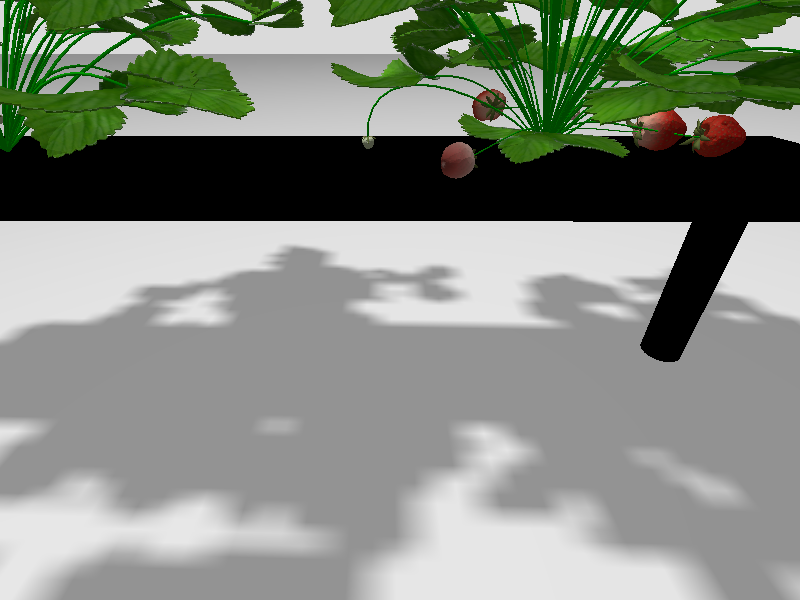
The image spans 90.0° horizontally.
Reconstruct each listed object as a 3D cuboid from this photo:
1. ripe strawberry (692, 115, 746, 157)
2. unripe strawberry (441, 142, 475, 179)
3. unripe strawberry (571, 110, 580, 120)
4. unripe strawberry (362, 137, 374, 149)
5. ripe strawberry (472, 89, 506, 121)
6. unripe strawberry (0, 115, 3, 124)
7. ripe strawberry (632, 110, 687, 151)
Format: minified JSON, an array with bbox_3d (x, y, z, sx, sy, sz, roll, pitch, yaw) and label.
[{"bbox_3d":[0.248,-0.126,0.309,0.031,0.030,0.034,6,34,8],"label":"ripe strawberry"},{"bbox_3d":[0.037,-0.092,0.266,0.024,0.023,0.022,-27,42,-34],"label":"unripe strawberry"},{"bbox_3d":[0.201,-0.215,0.461,0.012,0.014,0.014,16,14,23],"label":"unripe strawberry"},{"bbox_3d":[-0.026,-0.128,0.327,0.010,0.010,0.009,-1,33,-2],"label":"unripe strawberry"},{"bbox_3d":[0.098,-0.219,0.450,0.037,0.032,0.037,-5,33,-7],"label":"ripe strawberry"},{"bbox_3d":[-0.429,-0.193,0.426,0.011,0.010,0.010,-26,41,-34],"label":"unripe strawberry"},{"bbox_3d":[0.213,-0.140,0.327,0.038,0.032,0.038,0,33,0],"label":"ripe strawberry"}]
